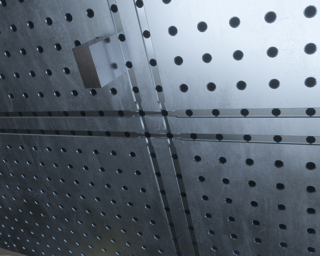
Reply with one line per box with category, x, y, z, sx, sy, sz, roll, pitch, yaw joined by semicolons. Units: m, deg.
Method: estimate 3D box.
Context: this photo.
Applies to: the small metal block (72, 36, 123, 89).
small metal block;-0.075;-0.082;0.383;0.025;0.050;0.050;1;119;27
